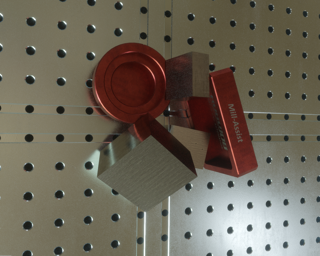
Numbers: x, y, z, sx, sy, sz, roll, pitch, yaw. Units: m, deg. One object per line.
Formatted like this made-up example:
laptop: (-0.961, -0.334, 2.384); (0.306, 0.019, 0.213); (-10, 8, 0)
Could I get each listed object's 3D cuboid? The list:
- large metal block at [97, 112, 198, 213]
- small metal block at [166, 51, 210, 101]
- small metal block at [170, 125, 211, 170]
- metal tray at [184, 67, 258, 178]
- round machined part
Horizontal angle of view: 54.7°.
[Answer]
large metal block: (-0.016, 0.042, 0.370); (0.080, 0.050, 0.080); (-38, 118, 16)
small metal block: (0.032, -0.059, 0.368); (0.025, 0.050, 0.050); (0, 89, -35)
small metal block: (0.037, 0.026, 0.422); (0.050, 0.025, 0.050); (12, 90, -9)
metal tray: (0.074, -0.006, 0.407); (0.030, 0.090, 0.129); (-19, 97, -19)
round machined part: (-0.036, -0.054, 0.391); (0.099, 0.042, 0.097); (0, 90, -21)
